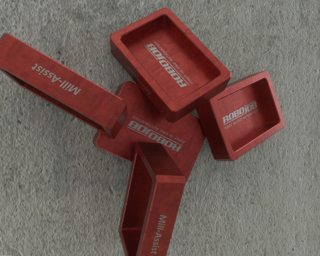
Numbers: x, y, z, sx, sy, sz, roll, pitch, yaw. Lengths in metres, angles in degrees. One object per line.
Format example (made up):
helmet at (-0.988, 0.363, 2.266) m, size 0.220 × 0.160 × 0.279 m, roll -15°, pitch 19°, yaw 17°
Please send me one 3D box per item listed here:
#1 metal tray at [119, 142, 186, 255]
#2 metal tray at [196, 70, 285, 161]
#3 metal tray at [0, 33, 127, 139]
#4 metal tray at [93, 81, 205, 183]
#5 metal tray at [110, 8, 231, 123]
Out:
metal tray at (-0.014, 0.091, 0.351) m, size 0.030 × 0.090 × 0.129 m, roll 6°, pitch 109°, yaw -20°
metal tray at (0.116, -0.020, 0.435) m, size 0.131 × 0.030 × 0.090 m, roll -26°, pitch 99°, yaw -33°
metal tray at (-0.098, -0.037, 0.323) m, size 0.130 × 0.090 × 0.030 m, roll 30°, pitch 80°, yaw -1°
metal tray at (-0.009, 0.008, 0.405) m, size 0.131 × 0.030 × 0.090 m, roll 27°, pitch 81°, yaw -19°
metal tray at (0.011, -0.081, 0.381) m, size 0.090 × 0.030 × 0.130 m, roll -33°, pitch 72°, yaw -18°
